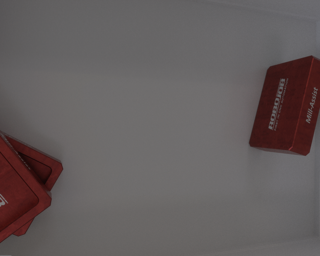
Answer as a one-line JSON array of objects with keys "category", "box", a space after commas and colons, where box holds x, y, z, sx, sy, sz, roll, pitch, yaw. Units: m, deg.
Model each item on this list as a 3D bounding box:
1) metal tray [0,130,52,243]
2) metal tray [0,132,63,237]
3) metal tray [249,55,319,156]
[{"category": "metal tray", "box": [-0.184, 0.050, 0.307, 0.090, 0.030, 0.130, -37, 102, -16]}, {"category": "metal tray", "box": [-0.187, 0.049, 0.338, 0.131, 0.030, 0.090, 31, 80, -18]}, {"category": "metal tray", "box": [0.181, -0.030, 0.442, 0.030, 0.090, 0.129, 18, 84, -19]}]
